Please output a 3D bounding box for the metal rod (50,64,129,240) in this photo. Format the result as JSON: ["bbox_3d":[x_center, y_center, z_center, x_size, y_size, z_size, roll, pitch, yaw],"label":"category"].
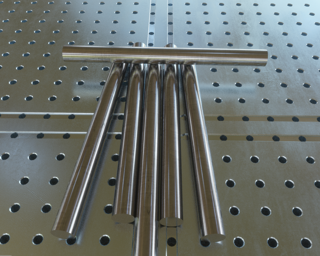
[{"bbox_3d":[-0.079,-0.005,0.410,0.025,0.025,0.300,6,50,5],"label":"metal rod"}]

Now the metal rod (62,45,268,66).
[{"bbox_3d":[0.007,-0.109,0.467,0.302,0.025,0.025,1,50,1],"label":"metal rod"}]

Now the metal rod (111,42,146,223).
[{"bbox_3d":[-0.037,-0.019,0.424,0.025,0.025,0.300,1,50,1],"label":"metal rod"}]

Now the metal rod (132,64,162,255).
[{"bbox_3d":[-0.012,0.024,0.388,0.025,0.025,0.300,1,50,1],"label":"metal rod"}]

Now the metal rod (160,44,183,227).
[{"bbox_3d":[0.015,-0.016,0.423,0.025,0.025,0.300,1,50,1],"label":"metal rod"}]

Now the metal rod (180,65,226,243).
[{"bbox_3d":[0.048,-0.003,0.411,0.025,0.025,0.300,-2,50,-1],"label":"metal rod"}]
